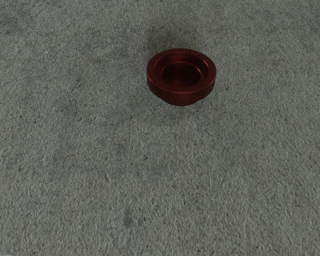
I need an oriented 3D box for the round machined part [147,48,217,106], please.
[{"bbox_3d":[0.030,-0.070,0.451,0.099,0.042,0.098,0,50,0],"label":"round machined part"}]
